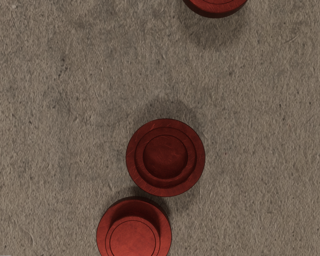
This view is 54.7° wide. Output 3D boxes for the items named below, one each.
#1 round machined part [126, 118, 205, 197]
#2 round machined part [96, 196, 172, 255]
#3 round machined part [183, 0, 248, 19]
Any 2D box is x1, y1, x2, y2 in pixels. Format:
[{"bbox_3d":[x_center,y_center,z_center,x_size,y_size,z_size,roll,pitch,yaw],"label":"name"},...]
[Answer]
[{"bbox_3d":[0.007,0.037,0.402,0.099,0.042,0.097,0,90,-1],"label":"round machined part"},{"bbox_3d":[-0.034,0.141,0.401,0.099,0.042,0.097,0,90,-1],"label":"round machined part"},{"bbox_3d":[0.071,-0.191,0.402,0.099,0.042,0.097,0,90,-1],"label":"round machined part"}]
